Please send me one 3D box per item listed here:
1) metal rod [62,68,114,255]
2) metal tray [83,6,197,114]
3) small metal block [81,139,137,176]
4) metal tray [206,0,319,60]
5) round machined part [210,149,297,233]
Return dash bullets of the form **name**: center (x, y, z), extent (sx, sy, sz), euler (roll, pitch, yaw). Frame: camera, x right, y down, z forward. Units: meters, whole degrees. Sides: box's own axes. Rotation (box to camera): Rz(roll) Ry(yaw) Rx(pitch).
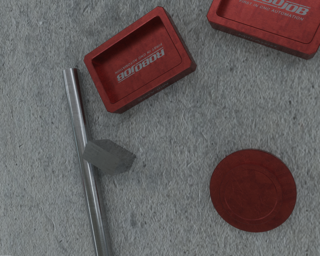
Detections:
- **metal rod**: center (-0.102, 0.062, 0.443), extent (0.025, 0.025, 0.298), euler (-13, 86, 19)
- **metal tray**: center (-0.029, -0.087, 0.415), extent (0.130, 0.030, 0.090), euler (-29, 81, 17)
- **small metal block**: center (-0.068, 0.038, 0.418), extent (0.050, 0.050, 0.025), euler (28, 99, 17)
- **metal tray**: center (0.132, -0.144, 0.359), extent (0.130, 0.030, 0.089), euler (25, 98, 17)
- **round machined part**: center (0.107, 0.074, 0.362), extent (0.098, 0.042, 0.097), euler (0, 90, 19)
